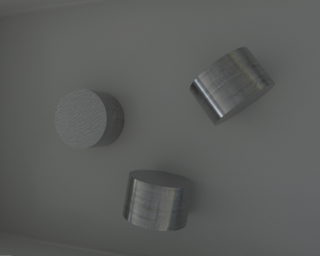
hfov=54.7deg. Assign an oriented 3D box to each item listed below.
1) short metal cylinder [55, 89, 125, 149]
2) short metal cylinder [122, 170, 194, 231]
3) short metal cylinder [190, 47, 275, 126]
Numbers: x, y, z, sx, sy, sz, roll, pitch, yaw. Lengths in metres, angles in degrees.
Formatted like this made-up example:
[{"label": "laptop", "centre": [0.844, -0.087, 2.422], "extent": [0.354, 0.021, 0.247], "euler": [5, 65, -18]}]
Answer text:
[{"label": "short metal cylinder", "centre": [-0.097, -0.012, 0.431], "extent": [0.080, 0.050, 0.080], "euler": [0, 90, 20]}, {"label": "short metal cylinder", "centre": [-0.002, 0.086, 0.382], "extent": [0.080, 0.080, 0.050], "euler": [11, 94, 19]}, {"label": "short metal cylinder", "centre": [0.081, -0.046, 0.353], "extent": [0.080, 0.080, 0.050], "euler": [-37, 78, 16]}]
